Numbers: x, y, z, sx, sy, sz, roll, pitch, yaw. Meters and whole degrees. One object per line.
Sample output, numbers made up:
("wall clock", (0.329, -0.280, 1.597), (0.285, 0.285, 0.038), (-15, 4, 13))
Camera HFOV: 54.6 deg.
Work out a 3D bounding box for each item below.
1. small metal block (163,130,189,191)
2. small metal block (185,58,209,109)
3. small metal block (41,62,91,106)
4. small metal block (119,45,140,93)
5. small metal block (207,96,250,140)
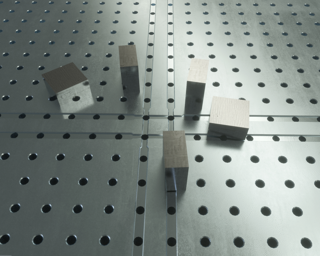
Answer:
("small metal block", (0.017, 0.038, 0.360), (0.025, 0.050, 0.050), (-2, 50, -1))
("small metal block", (0.053, -0.064, 0.446), (0.025, 0.050, 0.050), (9, 51, 7))
("small metal block", (-0.140, -0.067, 0.463), (0.050, 0.025, 0.050), (-29, 56, -22))
("small metal block", (-0.046, -0.089, 0.466), (0.025, 0.050, 0.050), (-6, 50, -5))
("small metal block", (0.093, -0.014, 0.420), (0.050, 0.025, 0.050), (9, 51, 7))
